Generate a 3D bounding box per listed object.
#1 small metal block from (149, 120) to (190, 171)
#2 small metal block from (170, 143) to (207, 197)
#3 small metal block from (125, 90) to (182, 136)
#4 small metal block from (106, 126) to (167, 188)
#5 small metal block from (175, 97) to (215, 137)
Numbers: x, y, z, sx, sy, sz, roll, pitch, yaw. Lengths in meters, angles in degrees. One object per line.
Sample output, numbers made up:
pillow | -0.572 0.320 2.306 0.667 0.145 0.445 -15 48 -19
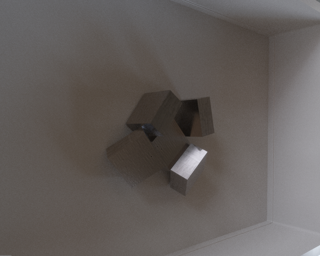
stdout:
small metal block | 0.007 0.021 0.412 0.050 0.025 0.050 -50 120 -29
small metal block | 0.039 0.057 0.422 0.050 0.025 0.050 -49 156 -29
small metal block | -0.008 -0.018 0.383 0.025 0.050 0.050 44 63 -31
small metal block | -0.028 0.035 0.368 0.050 0.025 0.050 -33 115 0
small metal block | 0.044 -0.015 0.427 0.025 0.050 0.050 -15 100 -40
